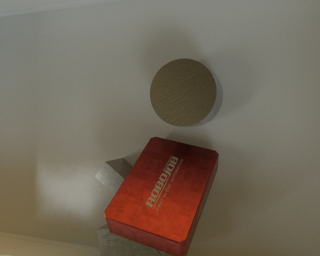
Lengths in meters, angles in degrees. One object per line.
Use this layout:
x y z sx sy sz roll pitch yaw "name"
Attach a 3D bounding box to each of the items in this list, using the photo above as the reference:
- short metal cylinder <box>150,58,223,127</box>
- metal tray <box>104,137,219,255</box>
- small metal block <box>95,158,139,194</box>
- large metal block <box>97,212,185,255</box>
0.034 -0.041 0.385 0.080 0.050 0.079 0 90 19 "short metal cylinder"
0.007 0.070 0.357 0.090 0.130 0.030 13 134 19 "metal tray"
-0.050 0.068 0.414 0.050 0.050 0.025 39 103 15 "small metal block"
-0.019 0.137 0.387 0.080 0.080 0.050 -10 87 19 "large metal block"
